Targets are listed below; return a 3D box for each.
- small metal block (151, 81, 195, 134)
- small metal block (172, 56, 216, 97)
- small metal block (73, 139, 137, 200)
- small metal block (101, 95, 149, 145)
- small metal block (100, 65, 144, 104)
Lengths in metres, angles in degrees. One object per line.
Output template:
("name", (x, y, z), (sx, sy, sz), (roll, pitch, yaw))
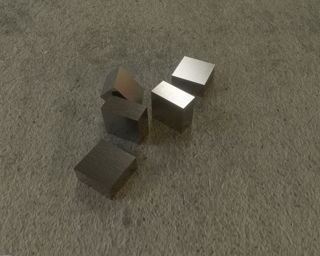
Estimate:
("small metal block", (0.016, -0.027, 0.410), (0.050, 0.050, 0.025), (31, 57, 23))
("small metal block", (0.051, -0.078, 0.469), (0.050, 0.025, 0.050), (19, 53, 15))
("small metal block", (-0.062, 0.048, 0.363), (0.050, 0.025, 0.050), (26, 55, 20))
("small metal block", (-0.043, -0.010, 0.394), (0.050, 0.050, 0.025), (19, 55, 15))
("small metal block", (-0.050, -0.048, 0.421), (0.025, 0.050, 0.050), (-29, 35, 28))
